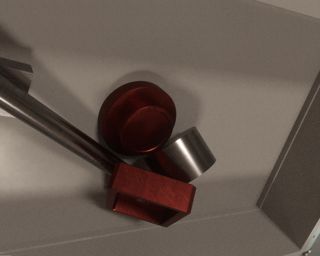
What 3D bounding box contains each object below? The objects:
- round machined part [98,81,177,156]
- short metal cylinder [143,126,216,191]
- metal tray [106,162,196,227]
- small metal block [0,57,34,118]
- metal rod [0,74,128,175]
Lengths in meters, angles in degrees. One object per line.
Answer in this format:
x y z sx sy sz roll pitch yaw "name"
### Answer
-0.023 -0.005 0.384 0.099 0.042 0.097 -14 124 -21 "round machined part"
0.025 0.040 0.404 0.080 0.080 0.050 -32 91 -8 "short metal cylinder"
-0.018 0.087 0.379 0.090 0.030 0.129 18 154 -2 "metal tray"
-0.156 -0.041 0.299 0.050 0.025 0.050 11 113 -33 "small metal block"
-0.075 0.032 0.369 0.025 0.025 0.300 -44 136 2 "metal rod"
